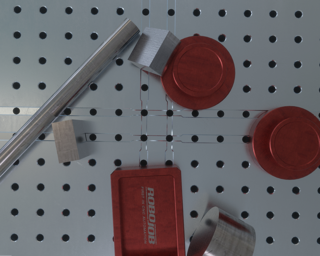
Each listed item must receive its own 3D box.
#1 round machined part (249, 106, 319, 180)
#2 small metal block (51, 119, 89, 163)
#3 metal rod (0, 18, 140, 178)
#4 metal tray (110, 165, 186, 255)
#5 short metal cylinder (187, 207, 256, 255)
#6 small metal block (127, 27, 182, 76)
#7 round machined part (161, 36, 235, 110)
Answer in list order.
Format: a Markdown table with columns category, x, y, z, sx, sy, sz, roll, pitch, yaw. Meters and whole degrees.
| category | x | y | z | sx | sy | sz | roll | pitch | yaw |
| --- | --- | --- | --- | --- | --- | --- | --- | --- | --- |
| round machined part | 0.171 | 0.020 | 0.406 | 0.099 | 0.042 | 0.097 | 0 | 90 | 0 |
| small metal block | -0.114 | 0.016 | 0.400 | 0.025 | 0.050 | 0.050 | -11 | 90 | 0 |
| metal rod | -0.139 | -0.029 | 0.412 | 0.025 | 0.025 | 0.300 | 44 | 90 | 0 |
| metal tray | -0.015 | 0.117 | 0.410 | 0.091 | 0.030 | 0.129 | -3 | 90 | 0 |
| short metal cylinder | 0.075 | 0.146 | 0.386 | 0.050 | 0.080 | 0.080 | 29 | 90 | 0 |
| small metal block | -0.008 | -0.099 | 0.399 | 0.025 | 0.050 | 0.050 | 29 | 90 | -43 |
| round machined part | 0.050 | -0.072 | 0.405 | 0.099 | 0.042 | 0.097 | 0 | 90 | 0 |
